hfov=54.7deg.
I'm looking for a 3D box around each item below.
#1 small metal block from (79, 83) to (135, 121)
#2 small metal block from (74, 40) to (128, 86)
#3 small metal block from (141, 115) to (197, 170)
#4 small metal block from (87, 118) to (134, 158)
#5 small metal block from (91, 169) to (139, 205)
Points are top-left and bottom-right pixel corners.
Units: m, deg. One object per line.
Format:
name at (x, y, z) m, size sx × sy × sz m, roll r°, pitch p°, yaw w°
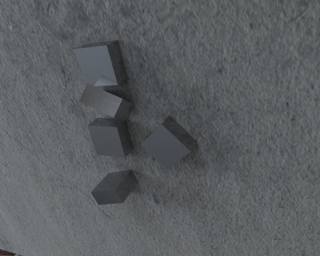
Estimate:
small metal block at (-0.067, -0.032, 0.401) m, size 0.050 × 0.050 × 0.025 m, roll 25°, pitch 92°, yaw 12°
small metal block at (-0.075, -0.082, 0.394) m, size 0.050 × 0.025 × 0.050 m, roll 1°, pitch 119°, yaw 27°
small metal block at (0.012, 0.020, 0.412) m, size 0.050 × 0.025 × 0.050 m, roll 43°, pitch 129°, yaw -3°
small metal block at (-0.071, 0.014, 0.451) m, size 0.050 × 0.025 × 0.050 m, roll 3°, pitch 120°, yaw 26°
small metal block at (-0.070, 0.092, 0.483) m, size 0.050 × 0.050 × 0.025 m, roll -13°, pitch 112°, yaw 33°
